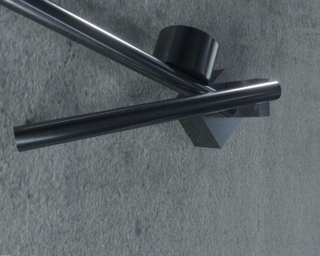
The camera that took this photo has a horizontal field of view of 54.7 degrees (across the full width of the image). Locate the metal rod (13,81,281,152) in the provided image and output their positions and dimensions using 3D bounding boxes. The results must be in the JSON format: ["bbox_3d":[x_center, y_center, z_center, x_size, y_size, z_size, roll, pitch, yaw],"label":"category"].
[{"bbox_3d":[0.004,-0.018,0.342,0.302,0.025,0.025,-12,98,-19],"label":"metal rod"}]

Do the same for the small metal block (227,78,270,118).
[{"bbox_3d":[0.120,-0.040,0.424,0.025,0.050,0.050,-5,94,-40],"label":"small metal block"}]

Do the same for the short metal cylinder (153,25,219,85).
[{"bbox_3d":[0.030,-0.087,0.399,0.080,0.080,0.050,26,74,-37],"label":"short metal cylinder"}]

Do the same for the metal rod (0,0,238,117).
[{"bbox_3d":[-0.030,-0.078,0.345,0.302,0.025,0.025,23,75,-26],"label":"metal rod"}]

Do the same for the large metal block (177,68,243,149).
[{"bbox_3d":[0.072,-0.028,0.451,0.080,0.050,0.080,-48,119,-28],"label":"large metal block"}]
